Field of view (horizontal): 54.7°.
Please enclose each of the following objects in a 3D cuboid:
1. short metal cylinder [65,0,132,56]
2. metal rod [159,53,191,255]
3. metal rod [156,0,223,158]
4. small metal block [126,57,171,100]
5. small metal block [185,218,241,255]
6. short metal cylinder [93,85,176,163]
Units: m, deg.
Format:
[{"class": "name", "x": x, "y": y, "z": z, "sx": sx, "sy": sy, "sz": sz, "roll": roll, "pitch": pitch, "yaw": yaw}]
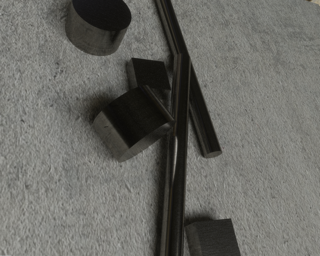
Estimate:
[{"class": "short metal cylinder", "x": -0.086, "y": -0.148, "z": 0.431, "sx": 0.081, "sy": 0.050, "sz": 0.080, "roll": 14, "pitch": 56, "yaw": -21}, {"class": "metal rod", "x": 0.021, "y": 0.028, "z": 0.385, "sx": 0.025, "sy": 0.025, "sz": 0.299, "roll": 16, "pitch": 59, "yaw": -19}, {"class": "metal rod", "x": 0.039, "y": -0.095, "z": 0.482, "sx": 0.025, "sy": 0.025, "sz": 0.299, "roll": 0, "pitch": 62, "yaw": -28}, {"class": "small metal block", "x": -0.017, "y": -0.069, "z": 0.437, "sx": 0.050, "sy": 0.025, "sz": 0.050, "roll": 1, "pitch": 61, "yaw": -28}, {"class": "small metal block", "x": 0.061, "y": 0.134, "z": 0.355, "sx": 0.050, "sy": 0.025, "sz": 0.050, "roll": 3, "pitch": 60, "yaw": -27}, {"class": "short metal cylinder", "x": -0.029, "y": -0.004, "z": 0.355, "sx": 0.081, "sy": 0.080, "sz": 0.050, "roll": -29, "pitch": 78, "yaw": -38}]
